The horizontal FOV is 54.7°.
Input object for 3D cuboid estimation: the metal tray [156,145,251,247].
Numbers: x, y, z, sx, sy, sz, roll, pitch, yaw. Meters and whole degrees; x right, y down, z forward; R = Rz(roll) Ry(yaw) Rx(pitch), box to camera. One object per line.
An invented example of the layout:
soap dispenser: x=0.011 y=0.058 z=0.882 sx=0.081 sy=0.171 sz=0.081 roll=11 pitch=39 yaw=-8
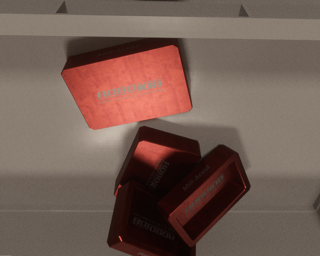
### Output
metal tray: x=0.066 y=0.097 z=0.441 sx=0.130 sy=0.030 sz=0.090 roll=-41 pitch=130 yaw=-13

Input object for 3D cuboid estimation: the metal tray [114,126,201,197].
metal tray: x=-0.007 y=0.063 z=0.459 sx=0.091 sy=0.030 sz=0.129 roll=16 pitch=128 yaw=-14

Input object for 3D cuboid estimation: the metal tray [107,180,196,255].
metal tray: x=-0.005 y=0.142 z=0.444 sx=0.131 sy=0.090 sz=0.030 roll=32 pitch=132 yaw=-25

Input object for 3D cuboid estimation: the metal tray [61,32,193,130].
metal tray: x=-0.035 y=-0.051 z=0.362 sx=0.131 sy=0.030 sz=0.090 roll=-11 pitch=130 yaw=8
